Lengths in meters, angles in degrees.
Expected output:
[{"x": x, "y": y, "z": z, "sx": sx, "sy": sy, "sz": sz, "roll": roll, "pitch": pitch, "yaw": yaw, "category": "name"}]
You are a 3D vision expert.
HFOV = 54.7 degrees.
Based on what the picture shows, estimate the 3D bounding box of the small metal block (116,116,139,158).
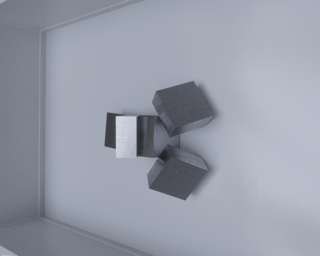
[{"x": -0.036, "y": 0.009, "z": 0.393, "sx": 0.025, "sy": 0.050, "sz": 0.050, "roll": 1, "pitch": 94, "yaw": 8, "category": "small metal block"}]

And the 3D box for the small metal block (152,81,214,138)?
[{"x": 0.026, "y": -0.023, "z": 0.362, "sx": 0.050, "sy": 0.050, "sz": 0.025, "roll": 64, "pitch": 157, "yaw": 20, "category": "small metal block"}]

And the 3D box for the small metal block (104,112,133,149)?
[{"x": -0.052, "y": 0.005, "z": 0.444, "sx": 0.050, "sy": 0.025, "sz": 0.050, "roll": 9, "pitch": 95, "yaw": 39, "category": "small metal block"}]

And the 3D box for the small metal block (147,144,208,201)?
[{"x": 0.020, "y": 0.053, "z": 0.367, "sx": 0.050, "sy": 0.050, "sz": 0.025, "roll": -58, "pitch": 22, "yaw": 23, "category": "small metal block"}]

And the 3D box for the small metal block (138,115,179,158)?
[{"x": -0.001, "y": 0.010, "z": 0.387, "sx": 0.025, "sy": 0.050, "sz": 0.050, "roll": 1, "pitch": 91, "yaw": 40, "category": "small metal block"}]
